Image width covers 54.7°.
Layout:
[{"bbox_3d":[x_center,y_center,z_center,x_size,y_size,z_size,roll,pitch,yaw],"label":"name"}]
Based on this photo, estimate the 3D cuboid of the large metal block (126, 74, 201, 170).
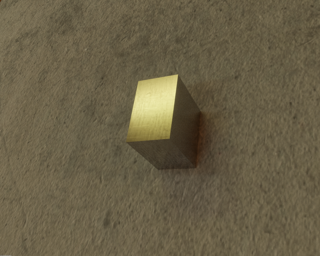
[{"bbox_3d":[0.009,-0.004,0.365,0.050,0.080,0.080,-6,59,25],"label":"large metal block"}]
